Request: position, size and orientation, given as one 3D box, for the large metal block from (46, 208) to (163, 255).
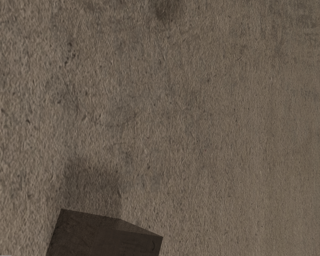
[{"bbox_3d":[-0.058,0.123,0.322,0.080,0.080,0.050,24,75,-38],"label":"large metal block"}]
